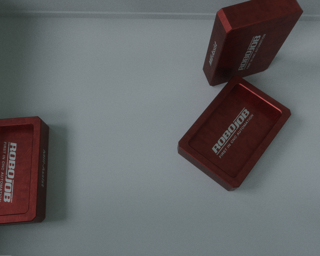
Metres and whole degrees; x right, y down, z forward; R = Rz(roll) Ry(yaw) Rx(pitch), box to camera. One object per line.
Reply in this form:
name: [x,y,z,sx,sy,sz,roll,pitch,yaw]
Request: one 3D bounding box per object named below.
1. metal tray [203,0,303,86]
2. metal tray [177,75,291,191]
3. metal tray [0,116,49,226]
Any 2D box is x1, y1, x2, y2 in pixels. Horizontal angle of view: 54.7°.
metal tray: [0.109,-0.106,0.393,0.091,0.130,0.030,-17,71,-6]
metal tray: [0.096,0.005,0.405,0.090,0.030,0.130,37,74,12]
metal tray: [-0.191,0.053,0.385,0.091,0.030,0.130,-4,70,-2]
